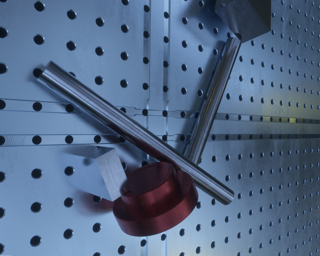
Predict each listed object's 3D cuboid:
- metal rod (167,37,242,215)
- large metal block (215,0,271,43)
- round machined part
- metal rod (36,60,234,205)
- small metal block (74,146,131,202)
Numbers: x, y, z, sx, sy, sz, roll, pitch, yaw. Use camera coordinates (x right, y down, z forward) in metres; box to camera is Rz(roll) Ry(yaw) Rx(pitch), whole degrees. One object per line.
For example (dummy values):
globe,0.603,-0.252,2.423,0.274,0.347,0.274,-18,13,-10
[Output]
metal rod,0.068,-0.011,0.468,0.025,0.025,0.300,35,68,-35
large metal block,0.136,-0.199,0.497,0.080,0.050,0.080,34,55,-35
round machined part,-0.009,0.074,0.356,0.099,0.098,0.042,-34,112,-35
metal rod,-0.010,0.021,0.381,0.301,0.025,0.025,37,67,-27
small metal block,-0.064,0.048,0.341,0.025,0.050,0.050,-29,109,-35
